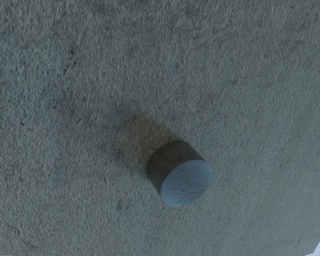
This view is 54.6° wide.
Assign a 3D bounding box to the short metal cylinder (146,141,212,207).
[{"bbox_3d":[0.027,0.065,0.445,0.081,0.050,0.080,-14,124,-21],"label":"short metal cylinder"}]
